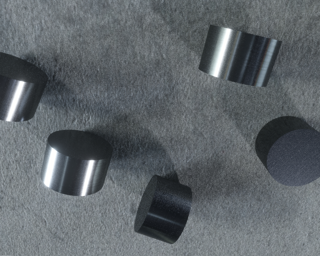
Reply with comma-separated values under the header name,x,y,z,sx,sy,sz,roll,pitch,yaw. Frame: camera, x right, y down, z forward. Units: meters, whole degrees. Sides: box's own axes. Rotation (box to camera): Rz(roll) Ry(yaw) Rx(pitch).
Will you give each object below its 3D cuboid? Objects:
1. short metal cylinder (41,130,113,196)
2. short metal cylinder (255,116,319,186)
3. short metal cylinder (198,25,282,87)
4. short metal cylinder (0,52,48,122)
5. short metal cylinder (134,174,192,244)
name,x,y,z,sx,sy,sz,roll,pitch,yaw
short metal cylinder,-0.105,0.042,0.395,0.080,0.080,0.050,16,109,-6
short metal cylinder,0.174,0.030,0.410,0.081,0.050,0.079,0,110,-1
short metal cylinder,0.089,-0.083,0.351,0.081,0.080,0.050,12,110,-5
short metal cylinder,-0.179,-0.050,0.360,0.080,0.080,0.050,25,108,-9
short metal cylinder,0.003,0.110,0.421,0.050,0.080,0.079,22,108,-8
